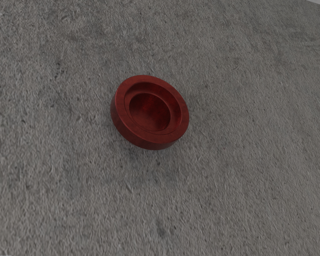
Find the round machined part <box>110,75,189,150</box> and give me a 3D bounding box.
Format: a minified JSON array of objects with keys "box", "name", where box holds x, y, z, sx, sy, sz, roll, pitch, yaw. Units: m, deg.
[{"box":[-0.016,-0.016,0.393,0.099,0.042,0.098,13,56,-21],"name":"round machined part"}]
